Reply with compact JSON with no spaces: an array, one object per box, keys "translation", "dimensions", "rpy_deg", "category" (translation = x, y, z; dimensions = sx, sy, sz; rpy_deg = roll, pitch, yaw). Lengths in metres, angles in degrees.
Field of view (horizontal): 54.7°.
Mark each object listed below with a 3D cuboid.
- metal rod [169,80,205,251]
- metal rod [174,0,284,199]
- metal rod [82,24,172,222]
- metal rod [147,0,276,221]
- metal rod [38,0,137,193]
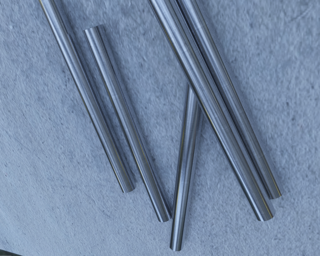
[{"translation":[0.035,0.067,0.428],"dimensions":[0.025,0.025,0.298],"rpy_deg":[16,125,19],"category":"metal rod"},{"translation":[0.072,-0.046,0.339],"dimensions":[0.025,0.025,0.299],"rpy_deg":[-17,110,34],"category":"metal rod"},{"translation":[-0.037,0.009,0.430],"dimensions":[0.025,0.025,0.298],"rpy_deg":[-5,116,30],"category":"metal rod"},{"translation":[0.057,-0.023,0.333],"dimensions":[0.025,0.025,0.299],"rpy_deg":[-18,109,35],"category":"metal rod"},{"translation":[-0.094,-0.036,0.432],"dimensions":[0.025,0.025,0.298],"rpy_deg":[-5,116,30],"category":"metal rod"}]
